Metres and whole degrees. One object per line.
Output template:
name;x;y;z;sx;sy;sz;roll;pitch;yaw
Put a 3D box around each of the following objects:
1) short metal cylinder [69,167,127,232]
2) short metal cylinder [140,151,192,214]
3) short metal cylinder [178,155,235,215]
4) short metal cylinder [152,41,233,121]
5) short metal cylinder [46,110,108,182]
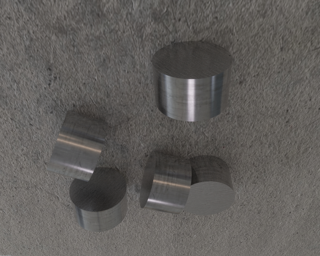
short metal cylinder;-0.089;0.105;0.459;0.081;0.080;0.050;2;130;-2
short metal cylinder;0.006;0.077;0.437;0.050;0.080;0.079;13;129;-11
short metal cylinder;0.068;0.087;0.465;0.081;0.050;0.079;0;130;0
short metal cylinder;0.033;-0.051;0.328;0.080;0.080;0.050;-2;130;2
short metal cylinder;-0.103;0.022;0.389;0.050;0.080;0.079;19;128;-16
